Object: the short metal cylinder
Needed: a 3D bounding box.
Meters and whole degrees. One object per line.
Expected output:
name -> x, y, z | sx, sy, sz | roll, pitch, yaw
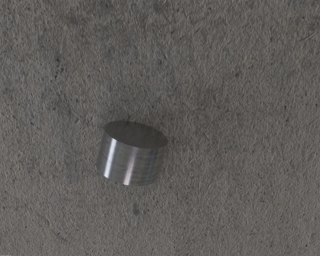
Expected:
short metal cylinder -> -0.035, 0.030, 0.391 | 0.080, 0.080, 0.050 | 14, 110, -5
